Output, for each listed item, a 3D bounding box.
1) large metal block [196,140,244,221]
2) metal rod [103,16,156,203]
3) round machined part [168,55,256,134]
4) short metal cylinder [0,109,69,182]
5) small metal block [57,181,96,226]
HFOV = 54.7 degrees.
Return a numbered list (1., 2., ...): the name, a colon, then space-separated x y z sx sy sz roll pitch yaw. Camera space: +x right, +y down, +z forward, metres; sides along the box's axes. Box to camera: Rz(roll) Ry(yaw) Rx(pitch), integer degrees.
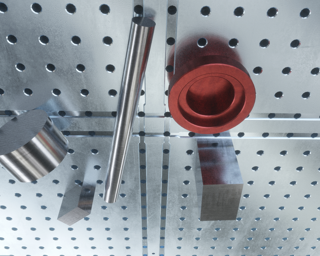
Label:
1. large metal block: 0.080 0.074 0.440 0.050 0.080 0.079 -2 130 1
2. metal rod: -0.049 0.002 0.412 0.025 0.025 0.298 9 130 -8
3. round machined part: 0.058 -0.042 0.365 0.099 0.042 0.097 -1 130 0
4. short metal cylinder: -0.164 0.021 0.391 0.080 0.080 0.050 -16 129 13
5. small metal block: -0.133 0.121 0.496 0.050 0.050 0.025 -34 122 25
